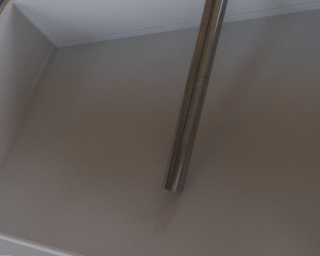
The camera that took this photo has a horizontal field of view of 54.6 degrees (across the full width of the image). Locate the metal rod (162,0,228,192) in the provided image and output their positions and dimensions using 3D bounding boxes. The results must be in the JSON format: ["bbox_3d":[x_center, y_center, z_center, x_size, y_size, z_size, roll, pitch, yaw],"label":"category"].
[{"bbox_3d":[0.048,-0.075,0.352,0.025,0.025,0.298,15,93,34],"label":"metal rod"}]
